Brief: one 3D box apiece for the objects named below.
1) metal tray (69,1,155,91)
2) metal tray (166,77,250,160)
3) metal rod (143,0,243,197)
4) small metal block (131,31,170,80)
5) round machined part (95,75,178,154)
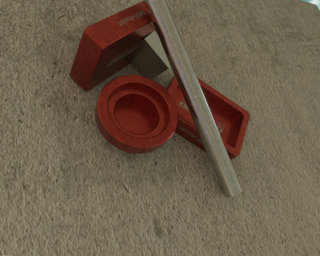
[{"bbox_3d":[-0.052,-0.110,0.403,0.030,0.090,0.131,45,51,2],"label":"metal tray"},{"bbox_3d":[0.063,-0.019,0.449,0.130,0.030,0.090,33,51,-7],"label":"metal tray"},{"bbox_3d":[0.039,-0.051,0.390,0.025,0.025,0.299,-30,100,-38],"label":"metal rod"},{"bbox_3d":[-0.012,-0.100,0.439,0.050,0.050,0.025,49,52,-13],"label":"small metal block"},{"bbox_3d":[-0.031,-0.013,0.382,0.099,0.042,0.098,9,62,-18],"label":"round machined part"}]
